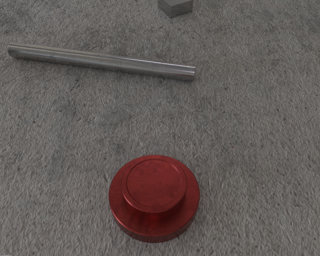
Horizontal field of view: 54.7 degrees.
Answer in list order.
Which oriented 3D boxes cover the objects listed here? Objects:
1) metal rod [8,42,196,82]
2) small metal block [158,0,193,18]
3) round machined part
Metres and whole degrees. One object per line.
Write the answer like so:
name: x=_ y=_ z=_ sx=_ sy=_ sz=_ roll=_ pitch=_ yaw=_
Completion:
metal rod: x=-0.095 y=-0.106 z=0.491 sx=0.302 sy=0.025 sz=0.025 roll=9 pitch=51 yaw=7
small metal block: x=0.030 y=-0.245 z=0.610 sx=0.050 sy=0.025 sz=0.050 roll=-23 pitch=54 yaw=-19
round machined part: x=-0.006 y=0.068 z=0.335 sx=0.099 sy=0.042 sz=0.098 roll=0 pitch=50 yaw=0
